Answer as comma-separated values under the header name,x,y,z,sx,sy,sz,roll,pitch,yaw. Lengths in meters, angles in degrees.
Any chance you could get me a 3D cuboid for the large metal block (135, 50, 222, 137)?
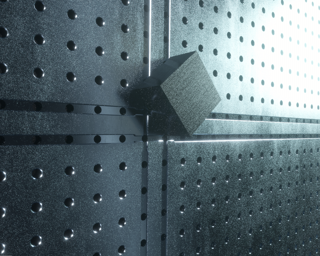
name,x,y,z,sx,sy,sz,roll,pitch,yaw
large metal block,0.027,-0.045,0.418,0.080,0.050,0.080,-47,119,-30
